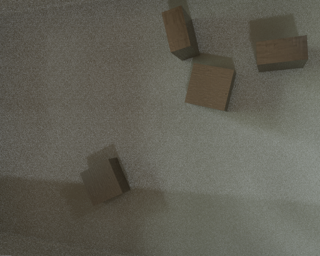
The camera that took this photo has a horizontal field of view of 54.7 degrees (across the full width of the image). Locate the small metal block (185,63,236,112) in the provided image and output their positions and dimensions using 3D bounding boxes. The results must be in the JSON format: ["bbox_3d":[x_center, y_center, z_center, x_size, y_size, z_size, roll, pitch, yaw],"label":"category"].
[{"bbox_3d":[0.063,-0.051,0.388,0.050,0.025,0.050,14,95,19],"label":"small metal block"}]

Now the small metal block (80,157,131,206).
[{"bbox_3d":[-0.077,0.075,0.437,0.050,0.025,0.050,-27,81,17],"label":"small metal block"}]

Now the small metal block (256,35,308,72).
[{"bbox_3d":[0.136,-0.082,0.349,0.050,0.050,0.025,-3,89,19],"label":"small metal block"}]

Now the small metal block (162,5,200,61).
[{"bbox_3d":[0.027,-0.117,0.387,0.025,0.050,0.050,-14,86,19],"label":"small metal block"}]
